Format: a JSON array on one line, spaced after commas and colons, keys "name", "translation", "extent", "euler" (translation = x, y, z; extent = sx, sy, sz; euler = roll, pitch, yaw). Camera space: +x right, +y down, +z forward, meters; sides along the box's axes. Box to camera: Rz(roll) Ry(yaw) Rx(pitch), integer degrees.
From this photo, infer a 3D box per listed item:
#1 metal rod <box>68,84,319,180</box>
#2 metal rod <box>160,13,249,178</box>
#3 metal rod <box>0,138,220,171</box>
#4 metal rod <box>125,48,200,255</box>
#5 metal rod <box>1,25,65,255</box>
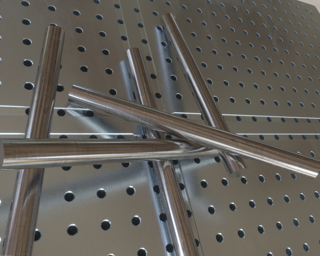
[{"name": "metal rod", "translation": [0.037, 0.003, 0.370], "extent": [0.301, 0.025, 0.025], "euler": [18, 53, 3]}, {"name": "metal rod", "translation": [0.054, -0.066, 0.453], "extent": [0.025, 0.025, 0.299], "euler": [0, 54, -29]}, {"name": "metal rod", "translation": [-0.014, 0.024, 0.340], "extent": [0.302, 0.025, 0.025], "euler": [2, 60, -44]}, {"name": "metal rod", "translation": [-0.003, 0.022, 0.394], "extent": [0.025, 0.025, 0.299], "euler": [-1, 62, -29]}, {"name": "metal rod", "translation": [-0.132, 0.003, 0.335], "extent": [0.025, 0.025, 0.299], "euler": [11, 57, -23]}]
